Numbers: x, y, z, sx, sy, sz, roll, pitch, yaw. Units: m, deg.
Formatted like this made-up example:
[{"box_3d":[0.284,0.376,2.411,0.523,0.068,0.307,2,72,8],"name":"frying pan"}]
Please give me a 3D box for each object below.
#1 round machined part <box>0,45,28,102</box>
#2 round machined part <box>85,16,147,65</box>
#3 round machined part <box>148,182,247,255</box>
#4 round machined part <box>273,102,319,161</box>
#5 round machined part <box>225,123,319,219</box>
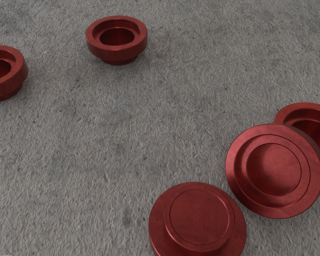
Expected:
[{"box_3d":[-0.244,-0.075,0.453,0.099,0.042,0.098,0,50,0],"name":"round machined part"},{"box_3d":[-0.069,-0.140,0.510,0.099,0.042,0.098,0,50,0],"name":"round machined part"},{"box_3d":[0.038,0.096,0.311,0.099,0.042,0.098,0,50,0],"name":"round machined part"},{"box_3d":[0.184,0.017,0.379,0.099,0.042,0.098,0,50,0],"name":"round machined part"},{"box_3d":[0.124,0.043,0.333,0.098,0.097,0.042,39,24,28],"name":"round machined part"}]
